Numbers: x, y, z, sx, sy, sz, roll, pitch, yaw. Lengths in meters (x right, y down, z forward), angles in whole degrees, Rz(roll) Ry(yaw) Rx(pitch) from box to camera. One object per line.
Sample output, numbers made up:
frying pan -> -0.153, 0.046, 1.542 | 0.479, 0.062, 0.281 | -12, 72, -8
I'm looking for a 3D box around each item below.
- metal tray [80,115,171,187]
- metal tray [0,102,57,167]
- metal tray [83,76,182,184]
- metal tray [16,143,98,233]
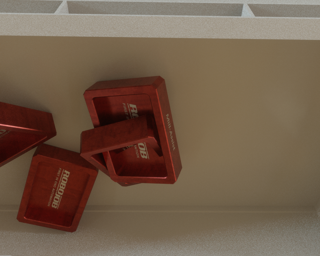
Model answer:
metal tray -> -0.033, 0.036, 0.407 | 0.090, 0.030, 0.130 | -14, 149, 12
metal tray -> -0.209, 0.016, 0.385 | 0.130, 0.030, 0.090 | -27, 162, 21
metal tray -> -0.030, 0.006, 0.375 | 0.090, 0.030, 0.129 | -2, 117, 21
metal tray -> -0.153, 0.094, 0.465 | 0.091, 0.030, 0.129 | 18, 115, -15
